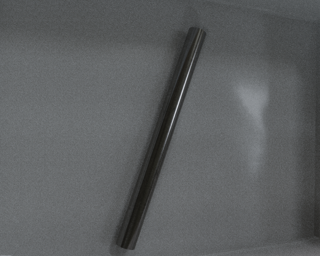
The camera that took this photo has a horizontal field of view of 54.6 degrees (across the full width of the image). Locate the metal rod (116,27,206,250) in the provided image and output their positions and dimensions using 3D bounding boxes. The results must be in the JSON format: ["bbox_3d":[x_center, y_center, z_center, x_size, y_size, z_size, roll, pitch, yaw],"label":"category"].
[{"bbox_3d":[0.004,0.008,0.409,0.025,0.025,0.299,21,83,-19],"label":"metal rod"}]
